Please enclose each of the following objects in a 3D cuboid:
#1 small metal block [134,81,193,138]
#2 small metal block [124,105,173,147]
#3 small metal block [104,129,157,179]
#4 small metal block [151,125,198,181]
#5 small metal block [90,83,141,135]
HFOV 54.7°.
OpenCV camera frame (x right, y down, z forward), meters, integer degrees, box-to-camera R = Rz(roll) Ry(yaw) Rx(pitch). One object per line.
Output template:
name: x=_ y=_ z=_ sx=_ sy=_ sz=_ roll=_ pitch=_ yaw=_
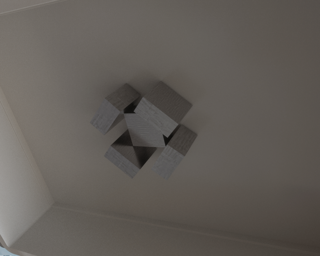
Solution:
small metal block: x=0.005 y=-0.024 z=0.372 sx=0.050 sy=0.050 sz=0.025 roll=38 pitch=128 yaw=1
small metal block: x=-0.015 y=-0.003 z=0.412 sx=0.050 sy=0.025 sz=0.050 roll=1 pitch=119 yaw=28
small metal block: x=-0.041 y=0.034 z=0.433 sx=0.050 sy=0.050 sz=0.025 roll=39 pitch=130 yaw=2
small metal block: x=0.019 y=0.031 z=0.399 sx=0.025 sy=0.050 sz=0.050 roll=34 pitch=128 yaw=4
small metal block: x=-0.058 y=-0.025 z=0.405 sx=0.025 sy=0.050 sz=0.050 roll=41 pitch=130 yaw=1
